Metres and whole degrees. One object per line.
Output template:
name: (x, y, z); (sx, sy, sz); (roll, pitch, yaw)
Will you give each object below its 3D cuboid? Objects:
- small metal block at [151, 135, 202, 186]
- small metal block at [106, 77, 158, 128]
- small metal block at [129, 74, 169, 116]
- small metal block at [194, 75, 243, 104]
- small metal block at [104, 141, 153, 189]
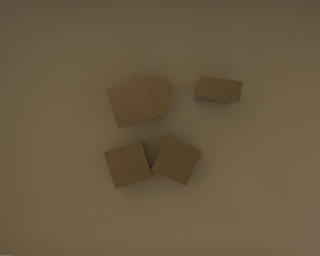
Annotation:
small metal block: (0.021, 0.042, 0.412); (0.050, 0.025, 0.050); (24, 90, -1)
small metal block: (-0.034, -0.031, 0.386); (0.050, 0.025, 0.050); (-16, 90, 0)
small metal block: (-0.016, -0.042, 0.411); (0.050, 0.025, 0.050); (6, 90, -1)
small metal block: (0.074, -0.048, 0.400); (0.050, 0.050, 0.025); (9, 90, -1)
small metal block: (-0.041, 0.048, 0.411); (0.050, 0.025, 0.050); (-17, 90, -1)
